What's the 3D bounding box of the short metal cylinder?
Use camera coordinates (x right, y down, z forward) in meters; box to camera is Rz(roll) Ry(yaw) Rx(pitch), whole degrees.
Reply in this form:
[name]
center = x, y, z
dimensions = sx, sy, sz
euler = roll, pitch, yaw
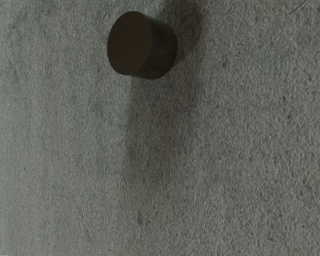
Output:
[short metal cylinder]
center = -0.024, -0.107, 0.409
dimensions = 0.080, 0.050, 0.080
euler = 0, 90, 40
